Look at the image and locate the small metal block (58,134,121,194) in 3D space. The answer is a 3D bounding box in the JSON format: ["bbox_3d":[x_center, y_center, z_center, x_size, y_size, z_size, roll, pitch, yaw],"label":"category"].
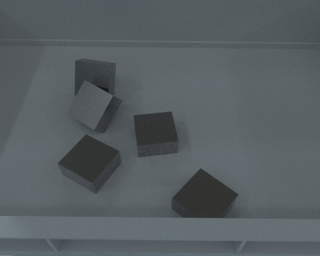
[{"bbox_3d":[-0.082,0.042,0.369,0.050,0.025,0.050,25,54,19],"label":"small metal block"}]

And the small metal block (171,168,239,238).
[{"bbox_3d":[0.048,0.080,0.338,0.050,0.025,0.050,34,58,25],"label":"small metal block"}]

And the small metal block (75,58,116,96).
[{"bbox_3d":[-0.092,-0.070,0.442,0.050,0.050,0.025,9,20,7],"label":"small metal block"}]

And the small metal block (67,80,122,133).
[{"bbox_3d":[-0.087,-0.029,0.412,0.050,0.025,0.050,30,92,22],"label":"small metal block"}]

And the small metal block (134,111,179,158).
[{"bbox_3d":[-0.006,0.008,0.399,0.050,0.025,0.050,-6,50,-6],"label":"small metal block"}]
